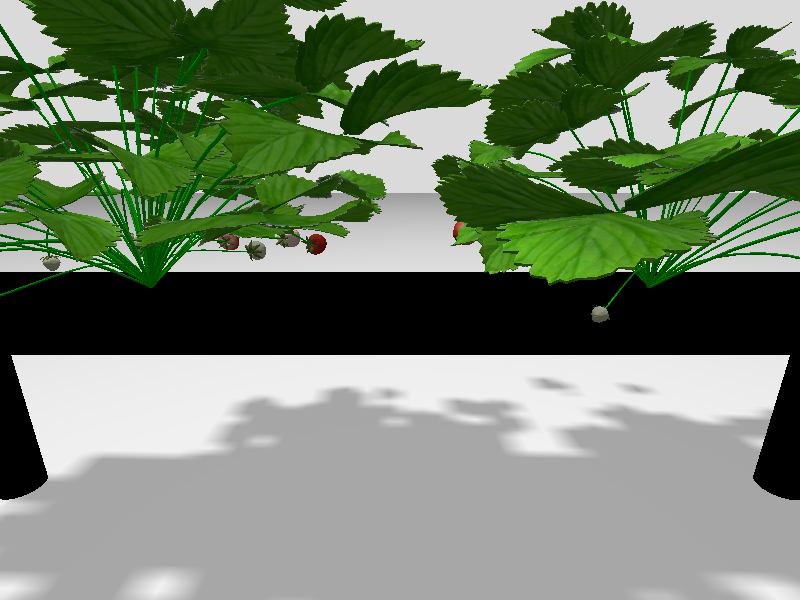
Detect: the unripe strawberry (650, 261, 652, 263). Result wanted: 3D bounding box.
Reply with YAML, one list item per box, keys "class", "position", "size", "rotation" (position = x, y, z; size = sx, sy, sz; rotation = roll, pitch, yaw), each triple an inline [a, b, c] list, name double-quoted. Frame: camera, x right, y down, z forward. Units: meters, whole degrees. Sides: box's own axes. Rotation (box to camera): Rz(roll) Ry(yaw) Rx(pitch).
- class: "unripe strawberry"
  position: [0.292, -0.050, 0.467]
  size: [0.016, 0.016, 0.014]
  rotation: [10, 47, 30]

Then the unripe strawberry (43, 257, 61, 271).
- class: "unripe strawberry"
  position: [-0.362, -0.038, 0.417]
  size: [0.012, 0.015, 0.015]
  rotation: [7, 18, 22]

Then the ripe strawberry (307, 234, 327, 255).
- class: "ripe strawberry"
  position: [-0.106, -0.072, 0.517]
  size: [0.024, 0.027, 0.026]
  rotation: [12, 20, 34]

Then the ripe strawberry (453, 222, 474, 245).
- class: "ripe strawberry"
  position: [0.096, -0.101, 0.601]
  size: [0.037, 0.039, 0.041]
  rotation: [-8, 7, -26]

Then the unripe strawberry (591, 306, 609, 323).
- class: "unripe strawberry"
  position: [0.135, 0.010, 0.272]
  size: [0.011, 0.011, 0.011]
  rotation: [16, 23, 42]

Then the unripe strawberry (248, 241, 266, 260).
- class: "unripe strawberry"
  position: [-0.175, -0.062, 0.494]
  size: [0.022, 0.023, 0.023]
  rotation: [6, 17, 19]

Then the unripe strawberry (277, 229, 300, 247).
- class: "unripe strawberry"
  position: [-0.157, -0.090, 0.572]
  size: [0.033, 0.028, 0.033]
  rotation: [5, 17, 16]

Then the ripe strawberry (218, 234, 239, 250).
- class: "ripe strawberry"
  position: [-0.238, -0.084, 0.560]
  size: [0.027, 0.028, 0.029]
  rotation: [-1, 16, -3]

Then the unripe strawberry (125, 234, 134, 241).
- class: "unripe strawberry"
  position: [-0.361, -0.083, 0.534]
  size: [0.011, 0.011, 0.010]
  rotation: [-12, 20, -35]
